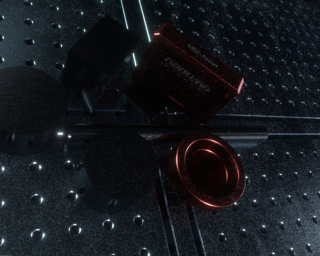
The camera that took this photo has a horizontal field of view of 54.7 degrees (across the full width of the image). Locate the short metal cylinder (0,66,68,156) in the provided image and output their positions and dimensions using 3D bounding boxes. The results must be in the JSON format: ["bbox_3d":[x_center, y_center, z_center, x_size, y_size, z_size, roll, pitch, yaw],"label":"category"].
[{"bbox_3d":[-0.143,-0.018,0.325,0.081,0.050,0.080,14,56,-21],"label":"short metal cylinder"}]

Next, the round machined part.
[{"bbox_3d":[0.055,0.057,0.392,0.099,0.042,0.098,14,56,-21],"label":"round machined part"}]

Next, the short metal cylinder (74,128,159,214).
[{"bbox_3d":[-0.048,0.047,0.337,0.081,0.050,0.080,14,56,-21],"label":"short metal cylinder"}]

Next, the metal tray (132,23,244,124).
[{"bbox_3d":[0.036,-0.070,0.428,0.130,0.090,0.030,35,51,-6],"label":"metal tray"}]

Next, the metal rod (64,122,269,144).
[{"bbox_3d":[0.028,0.007,0.418,0.303,0.025,0.025,1,62,-28],"label":"metal rod"}]

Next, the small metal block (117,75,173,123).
[{"bbox_3d":[-0.020,-0.036,0.419,0.050,0.025,0.050,43,51,1],"label":"small metal block"}]

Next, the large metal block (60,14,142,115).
[{"bbox_3d":[-0.075,-0.077,0.379,0.050,0.080,0.080,34,51,-7],"label":"large metal block"}]
